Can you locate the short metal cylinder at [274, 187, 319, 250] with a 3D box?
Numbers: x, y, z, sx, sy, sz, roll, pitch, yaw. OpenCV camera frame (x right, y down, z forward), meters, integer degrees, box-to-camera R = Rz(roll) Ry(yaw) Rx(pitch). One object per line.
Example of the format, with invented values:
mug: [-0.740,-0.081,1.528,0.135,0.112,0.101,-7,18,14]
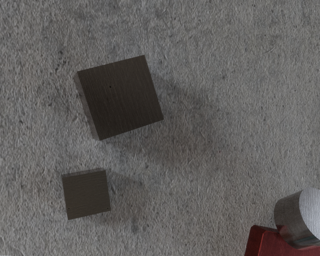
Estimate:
short metal cylinder: [0.218,0.135,0.459,0.081,0.050,0.080,14,55,-21]

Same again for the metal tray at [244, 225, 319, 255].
metal tray: [0.193,0.207,0.478,0.131,0.030,0.090,16,85,-20]

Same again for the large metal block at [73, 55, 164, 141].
large metal block: [-0.051,-0.036,0.377,0.081,0.050,0.080,-19,97,-19]

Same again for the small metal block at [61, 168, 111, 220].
small metal block: [-0.090,0.078,0.376,0.050,0.025,0.050,-8,93,-20]
